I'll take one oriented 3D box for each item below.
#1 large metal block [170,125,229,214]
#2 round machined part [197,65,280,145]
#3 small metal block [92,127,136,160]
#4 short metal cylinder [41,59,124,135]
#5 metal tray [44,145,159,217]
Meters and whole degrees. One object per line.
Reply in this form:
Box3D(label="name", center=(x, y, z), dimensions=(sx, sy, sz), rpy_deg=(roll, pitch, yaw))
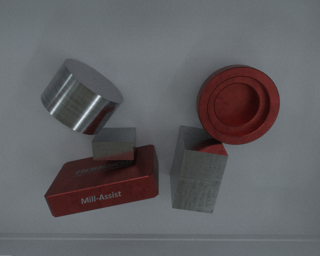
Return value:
Box3D(label="large metal block", center=(0.046, 0.051, 0.401), dimensions=(0.050, 0.080, 0.079), rpy_deg=(9, 110, -4))
Box3D(label="round machined part", center=(0.095, -0.032, 0.391), dimensions=(0.099, 0.042, 0.097), rpy_deg=(0, 109, -1))
Box3D(label="small metal block", center=(-0.058, 0.020, 0.405), dimensions=(0.050, 0.050, 0.025), rpy_deg=(-1, 110, 0))
Box3D(label="short metal cylinder", center=(-0.091, -0.037, 0.367), dimensions=(0.080, 0.080, 0.050), rpy_deg=(36, 106, -13))
Box3D(label="metal tray", center=(-0.068, 0.065, 0.399), dimensions=(0.131, 0.090, 0.030), rpy_deg=(-12, 110, 4))
